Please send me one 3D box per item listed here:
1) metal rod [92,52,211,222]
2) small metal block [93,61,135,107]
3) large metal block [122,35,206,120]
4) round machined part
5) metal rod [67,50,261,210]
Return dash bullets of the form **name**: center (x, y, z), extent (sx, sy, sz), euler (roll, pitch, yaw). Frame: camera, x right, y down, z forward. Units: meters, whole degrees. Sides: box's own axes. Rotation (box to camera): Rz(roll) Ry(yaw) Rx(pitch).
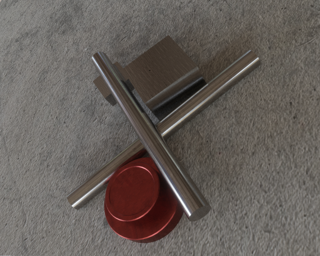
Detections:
- **metal rod**: center (-0.028, -0.013, 0.394), extent (0.025, 0.025, 0.300), euler (-37, 51, 3)
- **small metal block**: center (-0.070, -0.069, 0.484), extent (0.050, 0.025, 0.050), euler (-40, 51, 0)
- **large metal block**: center (0.007, -0.068, 0.428), extent (0.080, 0.050, 0.080), euler (-36, 51, 4)
- **round machined part**: center (-0.023, 0.078, 0.357), extent (0.098, 0.042, 0.098), euler (-13, 56, 20)
- **metal rod**: center (0.004, 0.003, 0.402), extent (0.300, 0.025, 0.025), euler (-39, 51, 1)
